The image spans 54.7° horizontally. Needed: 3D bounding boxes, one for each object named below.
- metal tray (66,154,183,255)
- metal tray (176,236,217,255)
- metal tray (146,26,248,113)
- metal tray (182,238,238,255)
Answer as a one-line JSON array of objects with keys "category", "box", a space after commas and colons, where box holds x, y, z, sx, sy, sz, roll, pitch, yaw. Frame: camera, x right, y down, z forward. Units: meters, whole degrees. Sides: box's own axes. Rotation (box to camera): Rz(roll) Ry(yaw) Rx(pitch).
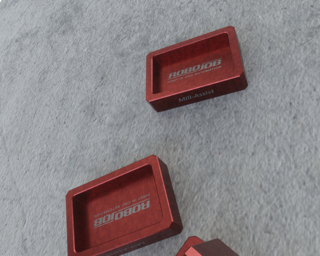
[{"category": "metal tray", "box": [-0.047, 0.097, 0.364, 0.130, 0.030, 0.090, -24, 53, 12]}, {"category": "metal tray", "box": [0.029, 0.177, 0.275, 0.090, 0.030, 0.130, 30, 78, 37]}, {"category": "metal tray", "box": [0.046, -0.080, 0.424, 0.130, 0.030, 0.090, -14, 56, 20]}, {"category": "metal tray", "box": [0.009, 0.148, 0.233, 0.030, 0.090, 0.130, 36, 91, 27]}]
